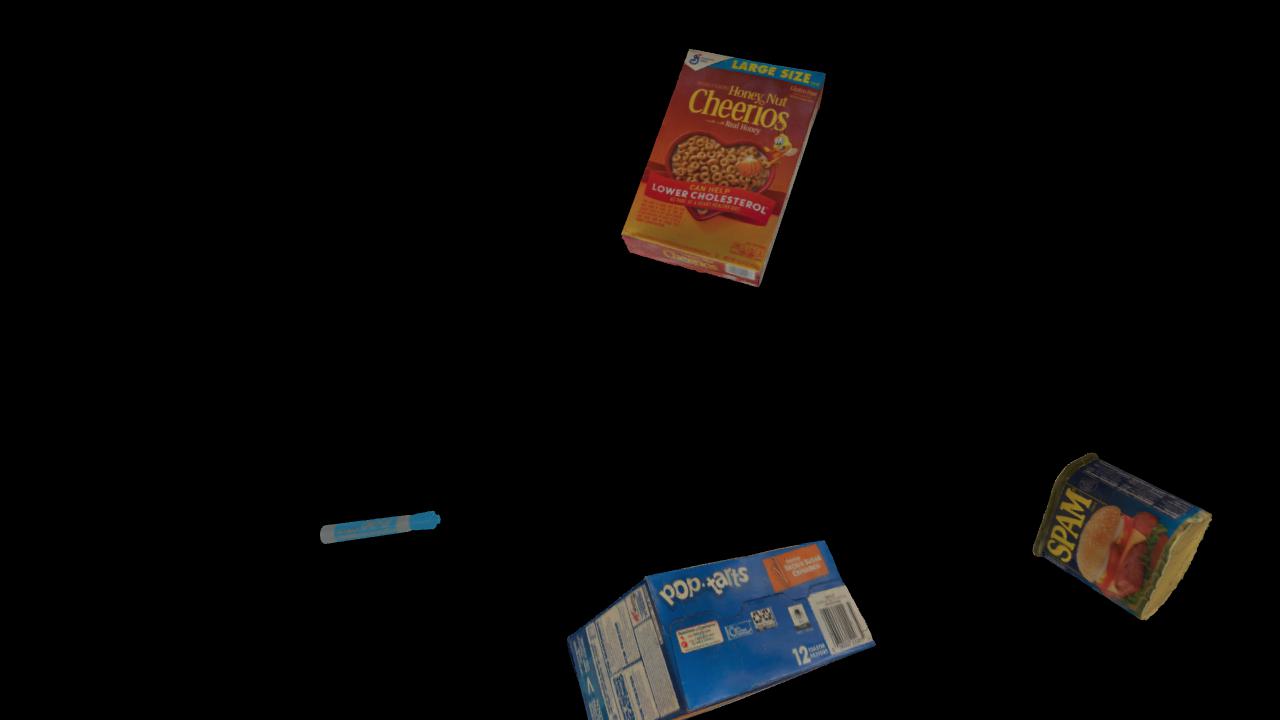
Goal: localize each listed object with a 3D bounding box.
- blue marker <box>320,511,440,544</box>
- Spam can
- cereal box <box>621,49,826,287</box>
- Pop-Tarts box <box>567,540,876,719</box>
[{"bbox_3d":[-0.267,0.173,0.637,0.121,0.020,0.020,-8,0,1],"label":"blue marker"},{"bbox_3d":[0.381,0.140,0.491,0.058,0.101,0.085,-17,31,-24],"label":"Spam can"},{"bbox_3d":[0.119,-0.276,0.874,0.203,0.306,0.081,18,-8,13],"label":"cereal box"},{"bbox_3d":[0.054,0.208,0.455,0.167,0.083,0.141,1,-37,-31],"label":"Pop-Tarts box"}]
